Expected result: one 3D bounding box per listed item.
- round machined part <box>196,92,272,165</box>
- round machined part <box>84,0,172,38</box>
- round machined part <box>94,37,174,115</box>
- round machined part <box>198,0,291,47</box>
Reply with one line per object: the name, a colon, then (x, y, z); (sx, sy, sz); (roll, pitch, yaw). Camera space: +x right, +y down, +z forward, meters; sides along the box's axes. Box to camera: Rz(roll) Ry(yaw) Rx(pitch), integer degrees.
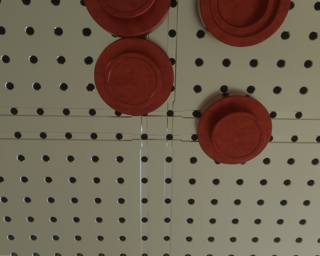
round machined part: (0.098, 0.005, 0.407); (0.099, 0.042, 0.097); (0, 110, 0)
round machined part: (-0.035, -0.151, 0.338); (0.099, 0.042, 0.097); (0, 97, -1)
round machined part: (-0.032, -0.061, 0.381); (0.099, 0.042, 0.097); (0, 110, 0)
round machined part: (0.092, -0.144, 0.352); (0.099, 0.042, 0.097); (0, 110, 0)
